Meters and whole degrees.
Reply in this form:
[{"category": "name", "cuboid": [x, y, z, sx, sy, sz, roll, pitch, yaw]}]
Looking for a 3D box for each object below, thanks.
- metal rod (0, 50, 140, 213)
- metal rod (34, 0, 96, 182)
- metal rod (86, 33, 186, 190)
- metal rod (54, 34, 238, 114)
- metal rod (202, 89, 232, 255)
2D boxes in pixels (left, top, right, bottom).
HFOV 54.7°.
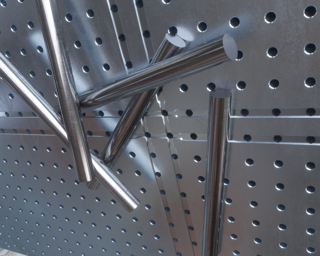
[{"category": "metal rod", "cuboid": [-0.137, 0.008, 0.451, 0.300, 0.025, 0.025, 49, 128, -8]}, {"category": "metal rod", "cuboid": [-0.125, -0.071, 0.397, 0.025, 0.025, 0.298, 0, 108, 28]}, {"category": "metal rod", "cuboid": [-0.048, -0.001, 0.434, 0.025, 0.025, 0.298, 37, 129, 3]}, {"category": "metal rod", "cuboid": [-0.046, -0.048, 0.377, 0.300, 0.025, 0.025, -13, 112, 42]}, {"category": "metal rod", "cuboid": [0.074, 0.089, 0.426, 0.025, 0.025, 0.298, 11, 123, 22]}]
